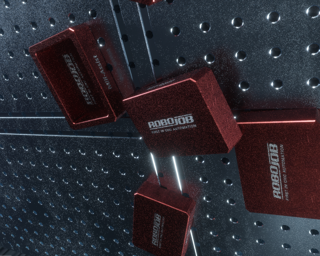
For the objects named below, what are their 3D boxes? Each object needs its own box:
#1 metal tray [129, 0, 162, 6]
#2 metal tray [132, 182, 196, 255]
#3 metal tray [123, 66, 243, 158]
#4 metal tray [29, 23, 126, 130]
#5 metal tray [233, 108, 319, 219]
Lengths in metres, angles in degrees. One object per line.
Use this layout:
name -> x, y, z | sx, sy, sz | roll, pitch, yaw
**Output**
metal tray -> -0.053, -0.189, 0.319 | 0.130, 0.030, 0.089 | 21, 127, 15
metal tray -> 0.003, 0.157, 0.504 | 0.090, 0.030, 0.129 | 17, 126, 18
metal tray -> 0.021, -0.012, 0.368 | 0.130, 0.030, 0.090 | -10, 115, 49
metal tray -> -0.112, -0.065, 0.427 | 0.090, 0.030, 0.130 | -11, 113, 32
metal tray -> 0.140, 0.043, 0.361 | 0.090, 0.030, 0.129 | -2, 118, 29
